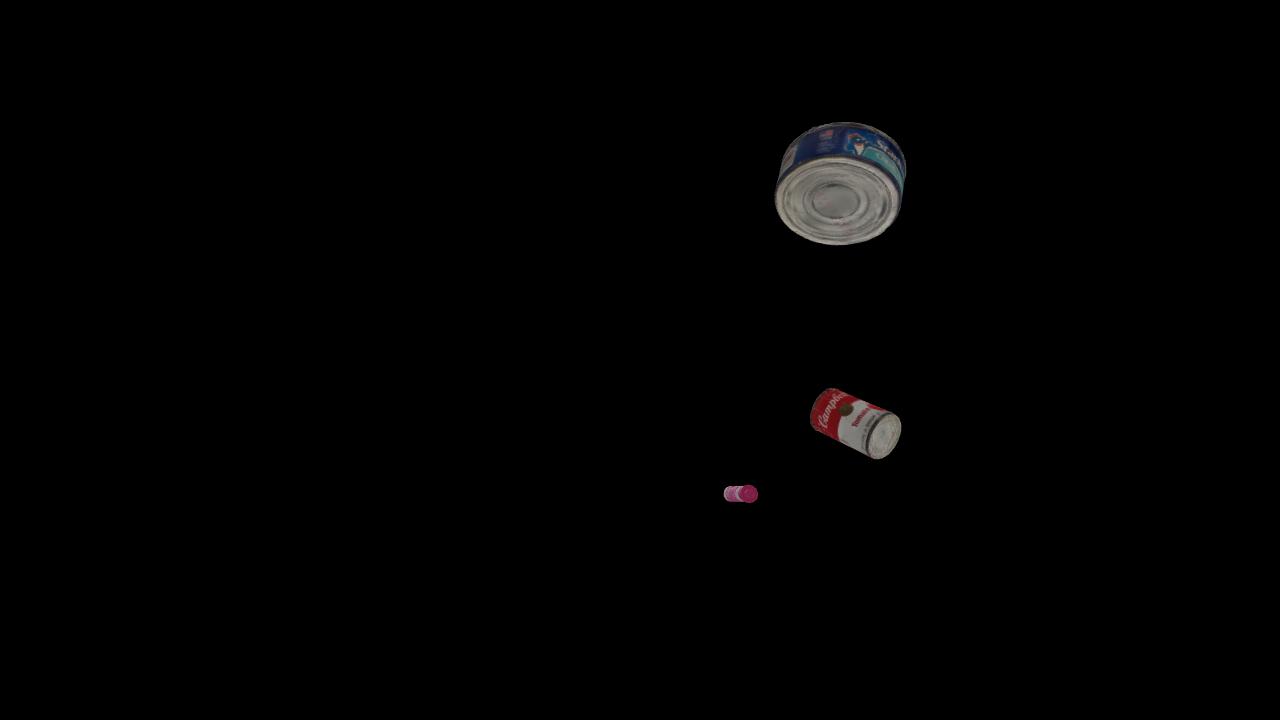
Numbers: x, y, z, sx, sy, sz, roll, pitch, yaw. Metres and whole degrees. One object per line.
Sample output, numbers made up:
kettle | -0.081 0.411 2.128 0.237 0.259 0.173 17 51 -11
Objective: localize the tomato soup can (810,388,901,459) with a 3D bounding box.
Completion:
tomato soup can | 0.295 0.087 0.845 0.068 0.068 0.101 0 18 -34

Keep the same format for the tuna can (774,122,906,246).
tuna can | 0.136 -0.117 0.421 0.084 0.034 0.084 15 -29 8

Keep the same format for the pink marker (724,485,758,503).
pink marker | 0.113 0.152 0.697 0.020 0.020 0.121 0 -13 -1
